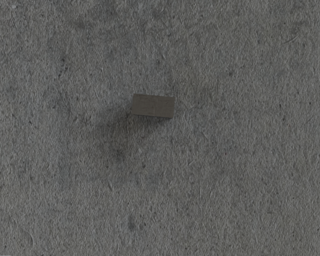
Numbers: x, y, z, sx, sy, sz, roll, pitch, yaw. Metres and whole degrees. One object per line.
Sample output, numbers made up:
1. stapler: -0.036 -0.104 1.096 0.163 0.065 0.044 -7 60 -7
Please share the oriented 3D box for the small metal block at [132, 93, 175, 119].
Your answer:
1. small metal block: -0.008 -0.027 0.398 0.050 0.050 0.025 5 90 -1
